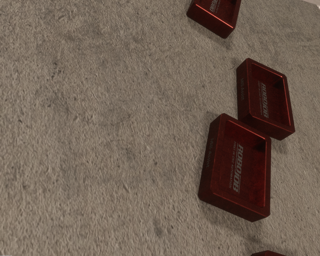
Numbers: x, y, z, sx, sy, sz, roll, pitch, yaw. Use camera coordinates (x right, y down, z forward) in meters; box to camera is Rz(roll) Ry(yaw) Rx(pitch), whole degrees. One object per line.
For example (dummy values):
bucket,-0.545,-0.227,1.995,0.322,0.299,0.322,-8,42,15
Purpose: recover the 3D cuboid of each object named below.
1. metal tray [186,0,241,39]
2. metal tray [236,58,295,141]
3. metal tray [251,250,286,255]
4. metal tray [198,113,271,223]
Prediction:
metal tray,0.110,-0.244,0.611,0.090,0.030,0.130,28,52,-11
metal tray,0.178,-0.051,0.530,0.091,0.030,0.130,20,54,-17
metal tray,0.148,0.217,0.349,0.091,0.030,0.130,22,53,-16
metal tray,0.108,0.052,0.428,0.090,0.030,0.130,26,52,-13
